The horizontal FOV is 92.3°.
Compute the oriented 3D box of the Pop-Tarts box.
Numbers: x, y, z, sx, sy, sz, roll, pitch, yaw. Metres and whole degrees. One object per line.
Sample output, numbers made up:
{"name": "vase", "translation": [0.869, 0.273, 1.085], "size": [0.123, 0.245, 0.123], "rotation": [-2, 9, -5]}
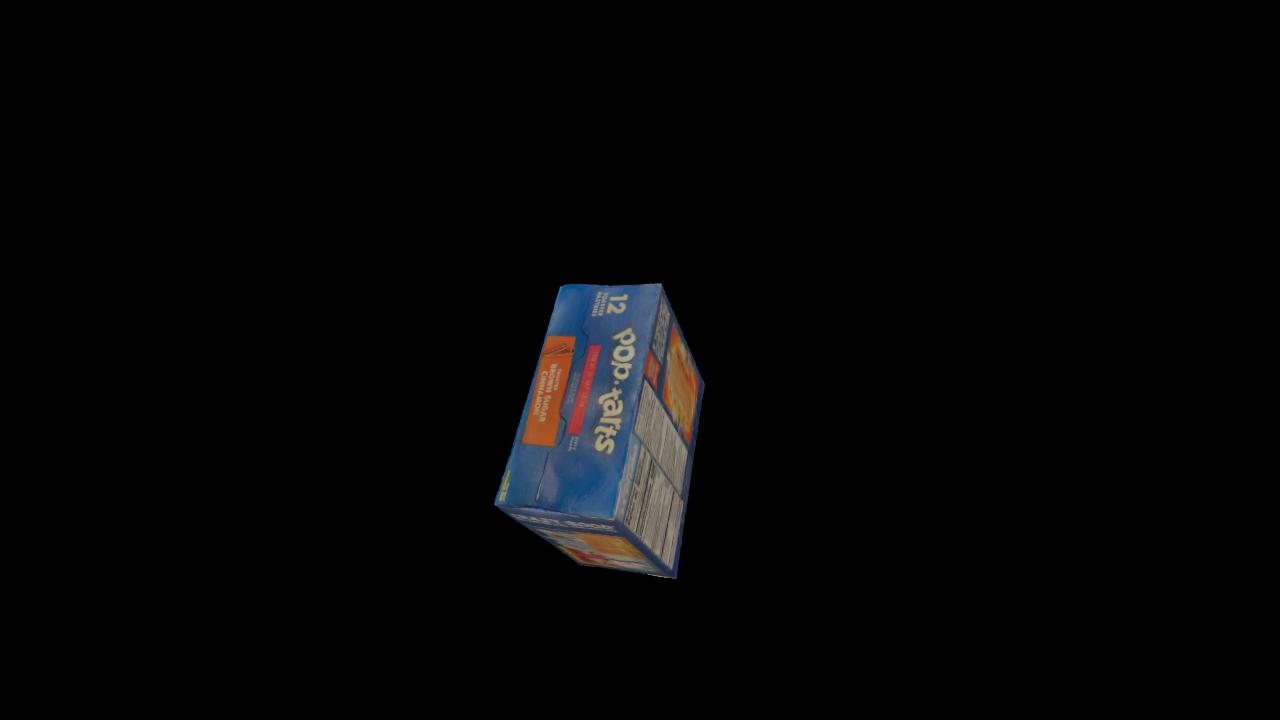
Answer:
{"name": "Pop-Tarts box", "translation": [-0.016, 0.053, 0.444], "size": [0.083, 0.167, 0.141], "rotation": [0, -31, 20]}
